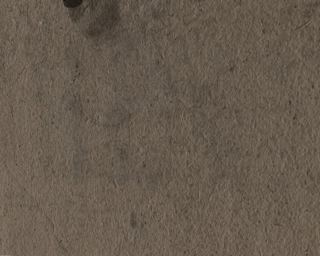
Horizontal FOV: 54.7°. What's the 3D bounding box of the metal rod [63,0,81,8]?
[{"bbox_3d":[-0.170,-0.325,0.467,0.025,0.025,0.298,-18,84,19],"label":"metal rod"}]
